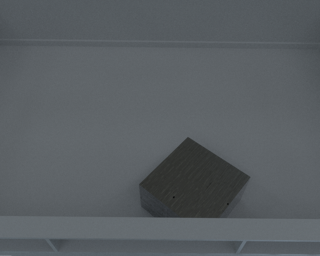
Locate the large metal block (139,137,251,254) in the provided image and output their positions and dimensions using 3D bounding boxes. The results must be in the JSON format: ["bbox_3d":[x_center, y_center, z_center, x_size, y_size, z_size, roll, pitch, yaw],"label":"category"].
[{"bbox_3d":[0.036,0.069,0.331,0.080,0.050,0.080,33,57,24],"label":"large metal block"}]
